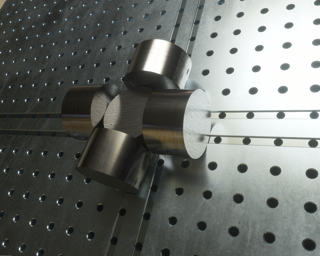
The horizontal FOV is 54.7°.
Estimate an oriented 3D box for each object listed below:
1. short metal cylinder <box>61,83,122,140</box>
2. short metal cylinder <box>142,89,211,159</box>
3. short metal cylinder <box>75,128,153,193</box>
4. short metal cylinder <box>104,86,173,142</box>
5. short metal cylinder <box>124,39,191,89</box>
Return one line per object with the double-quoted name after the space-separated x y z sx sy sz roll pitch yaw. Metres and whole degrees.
-0.089 -0.021 0.433 0.050 0.080 0.080 2 63 28 "short metal cylinder"
0.022 -0.006 0.365 0.050 0.080 0.080 4 64 30 "short metal cylinder"
-0.054 0.041 0.375 0.080 0.080 0.050 6 65 31 "short metal cylinder"
-0.027 -0.009 0.412 0.080 0.050 0.080 -12 57 20 "short metal cylinder"
-0.002 -0.073 0.419 0.080 0.080 0.050 3 63 29 "short metal cylinder"
